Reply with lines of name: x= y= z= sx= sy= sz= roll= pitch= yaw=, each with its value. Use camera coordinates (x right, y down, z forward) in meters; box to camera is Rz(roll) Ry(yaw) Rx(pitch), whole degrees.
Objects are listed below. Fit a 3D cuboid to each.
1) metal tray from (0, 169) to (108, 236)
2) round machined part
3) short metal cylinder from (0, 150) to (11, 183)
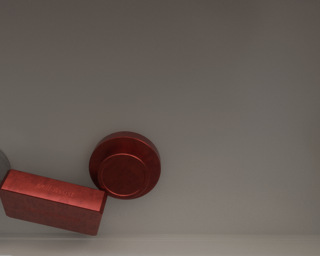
metal tray: x=-0.143 y=0.105 z=0.423 sx=0.131 sy=0.030 sz=0.089 roll=15 pitch=140 yaw=-6
round machined part: x=-0.048 y=0.057 z=0.423 sx=0.099 sy=0.042 sz=0.097 roll=0 pitch=110 yaw=-1
short metal cylinder: x=-0.248 y=0.065 z=0.411 sx=0.081 sy=0.050 sz=0.079 roll=-4 pitch=111 yaw=-11
